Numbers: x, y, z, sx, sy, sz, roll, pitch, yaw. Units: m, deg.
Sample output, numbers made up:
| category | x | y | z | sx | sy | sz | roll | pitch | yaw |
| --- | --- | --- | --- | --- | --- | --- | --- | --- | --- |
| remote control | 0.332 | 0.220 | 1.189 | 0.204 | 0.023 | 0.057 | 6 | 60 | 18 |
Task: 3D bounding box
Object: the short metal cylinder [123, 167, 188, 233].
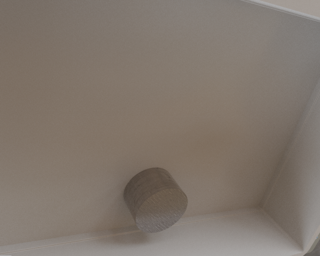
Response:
| category | x | y | z | sx | sy | sz | roll | pitch | yaw |
| --- | --- | --- | --- | --- | --- | --- | --- | --- | --- |
| short metal cylinder | -0.007 | 0.105 | 0.453 | 0.081 | 0.050 | 0.080 | -14 | 124 | -21 |
